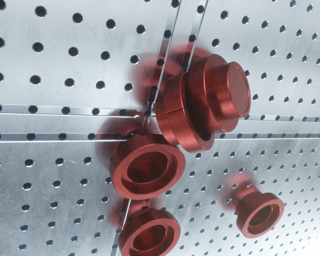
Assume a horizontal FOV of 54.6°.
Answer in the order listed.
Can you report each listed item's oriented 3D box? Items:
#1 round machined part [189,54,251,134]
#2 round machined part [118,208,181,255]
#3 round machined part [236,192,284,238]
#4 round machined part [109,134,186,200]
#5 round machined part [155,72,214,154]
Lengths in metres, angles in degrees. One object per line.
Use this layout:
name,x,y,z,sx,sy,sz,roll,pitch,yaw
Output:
round machined part,0.079,-0.043,0.380,0.098,0.042,0.098,18,68,-51
round machined part,-0.020,0.166,0.491,0.099,0.042,0.097,-14,124,-21
round machined part,0.189,0.163,0.603,0.099,0.042,0.097,-14,124,-21
round machined part,-0.019,0.046,0.412,0.099,0.042,0.097,-13,130,-16
round machined part,0.029,-0.016,0.382,0.042,0.098,0.098,-17,135,26
